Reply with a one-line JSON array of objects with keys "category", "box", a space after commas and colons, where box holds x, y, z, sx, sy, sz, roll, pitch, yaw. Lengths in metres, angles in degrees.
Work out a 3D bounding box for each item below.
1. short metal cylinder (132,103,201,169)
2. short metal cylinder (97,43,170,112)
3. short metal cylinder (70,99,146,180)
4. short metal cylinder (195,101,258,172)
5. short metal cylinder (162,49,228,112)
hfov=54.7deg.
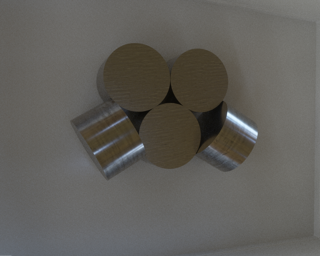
[{"category": "short metal cylinder", "box": [0.005, 0.009, 0.397, 0.081, 0.050, 0.080, 0, 90, -20]}, {"category": "short metal cylinder", "box": [-0.034, -0.059, 0.383, 0.081, 0.050, 0.080, 0, 90, -20]}, {"category": "short metal cylinder", "box": [-0.060, 0.013, 0.358, 0.050, 0.080, 0.080, -32, 101, -17]}, {"category": "short metal cylinder", "box": [0.081, 0.011, 0.409, 0.050, 0.080, 0.080, 31, 80, -17]}, {"category": "short metal cylinder", "box": [0.042, -0.060, 0.411, 0.081, 0.050, 0.080, 0, 90, -20]}]
